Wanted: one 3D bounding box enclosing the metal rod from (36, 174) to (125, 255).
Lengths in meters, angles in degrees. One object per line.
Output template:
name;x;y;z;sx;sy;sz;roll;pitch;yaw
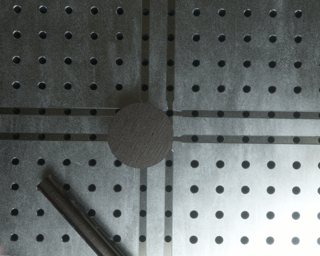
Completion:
metal rod;-0.054;0.182;0.412;0.025;0.025;0.300;-42;90;0

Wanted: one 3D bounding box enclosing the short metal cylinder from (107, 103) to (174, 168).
short metal cylinder;-0.024;0.009;0.401;0.081;0.050;0.080;0;90;0
